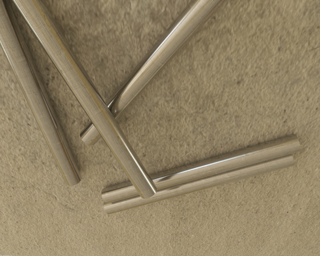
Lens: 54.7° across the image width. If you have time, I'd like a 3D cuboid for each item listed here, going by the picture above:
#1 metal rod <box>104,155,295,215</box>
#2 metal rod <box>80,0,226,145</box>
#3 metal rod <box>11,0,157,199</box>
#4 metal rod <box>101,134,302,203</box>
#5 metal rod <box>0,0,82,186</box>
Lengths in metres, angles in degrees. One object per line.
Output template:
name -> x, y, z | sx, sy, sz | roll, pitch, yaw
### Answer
metal rod -> 0.051, 0.087, 0.482 | 0.301, 0.025, 0.025 | -18, 128, 14
metal rod -> -0.003, -0.077, 0.341 | 0.025, 0.025, 0.299 | 31, 123, -24
metal rod -> -0.077, -0.029, 0.353 | 0.025, 0.025, 0.299 | -20, 119, 15
metal rod -> 0.051, 0.065, 0.463 | 0.301, 0.025, 0.025 | -18, 128, 14
metal rod -> -0.148, -0.035, 0.375 | 0.025, 0.025, 0.298 | -5, 130, 4
